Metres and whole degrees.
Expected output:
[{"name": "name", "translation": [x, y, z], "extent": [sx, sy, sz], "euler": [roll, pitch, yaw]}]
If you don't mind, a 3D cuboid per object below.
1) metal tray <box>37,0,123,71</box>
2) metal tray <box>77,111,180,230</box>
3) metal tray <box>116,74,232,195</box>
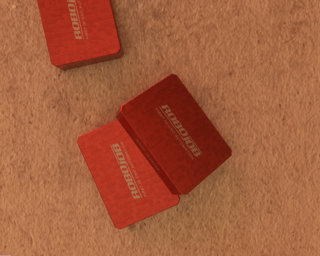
[{"name": "metal tray", "translation": [-0.107, -0.149, 0.406], "extent": [0.091, 0.030, 0.129], "euler": [-13, 90, -1]}, {"name": "metal tray", "translation": [-0.040, 0.054, 0.407], "extent": [0.090, 0.030, 0.129], "euler": [-24, 90, -1]}, {"name": "metal tray", "translation": [0.019, 0.008, 0.392], "extent": [0.090, 0.030, 0.130], "euler": [-36, 90, -23]}]
